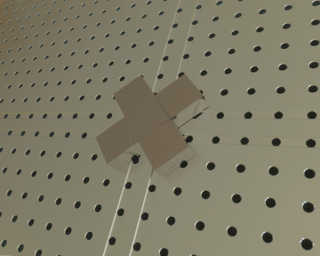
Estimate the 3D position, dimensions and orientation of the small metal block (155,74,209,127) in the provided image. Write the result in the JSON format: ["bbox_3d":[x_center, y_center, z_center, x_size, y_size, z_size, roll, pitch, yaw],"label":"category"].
[{"bbox_3d":[0.029,-0.037,0.414,0.050,0.025,0.050,-35,51,4],"label":"small metal block"}]

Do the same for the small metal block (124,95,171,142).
[{"bbox_3d":[-0.013,-0.008,0.417,0.050,0.025,0.050,-35,51,4],"label":"small metal block"}]

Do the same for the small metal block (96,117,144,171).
[{"bbox_3d":[-0.053,0.021,0.421,0.050,0.025,0.050,-35,51,4],"label":"small metal block"}]

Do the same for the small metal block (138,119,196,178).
[{"bbox_3d":[0.008,0.025,0.387,0.050,0.025,0.050,-35,51,4],"label":"small metal block"}]

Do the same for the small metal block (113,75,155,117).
[{"bbox_3d":[-0.033,-0.041,0.449,0.050,0.025,0.050,-35,51,4],"label":"small metal block"}]
